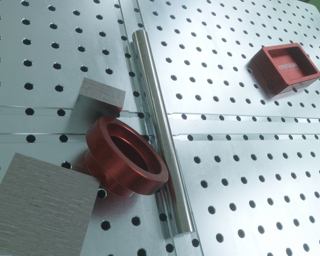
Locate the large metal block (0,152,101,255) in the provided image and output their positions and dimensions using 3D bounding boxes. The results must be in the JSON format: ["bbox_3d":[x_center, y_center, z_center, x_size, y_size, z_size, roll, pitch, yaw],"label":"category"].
[{"bbox_3d":[-0.109,0.079,0.284,0.080,0.050,0.080,21,55,-16],"label":"large metal block"}]

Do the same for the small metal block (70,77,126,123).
[{"bbox_3d":[-0.075,-0.029,0.370,0.050,0.050,0.025,18,55,-18],"label":"small metal block"}]

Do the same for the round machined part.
[{"bbox_3d":[-0.041,0.035,0.334,0.098,0.042,0.098,41,13,-11],"label":"round machined part"}]

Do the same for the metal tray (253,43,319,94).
[{"bbox_3d":[0.257,-0.123,0.621,0.131,0.030,0.090,-16,70,-35],"label":"metal tray"}]

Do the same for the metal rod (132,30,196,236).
[{"bbox_3d":[-0.001,-0.012,0.415,0.025,0.025,0.299,2,61,-28],"label":"metal rod"}]
